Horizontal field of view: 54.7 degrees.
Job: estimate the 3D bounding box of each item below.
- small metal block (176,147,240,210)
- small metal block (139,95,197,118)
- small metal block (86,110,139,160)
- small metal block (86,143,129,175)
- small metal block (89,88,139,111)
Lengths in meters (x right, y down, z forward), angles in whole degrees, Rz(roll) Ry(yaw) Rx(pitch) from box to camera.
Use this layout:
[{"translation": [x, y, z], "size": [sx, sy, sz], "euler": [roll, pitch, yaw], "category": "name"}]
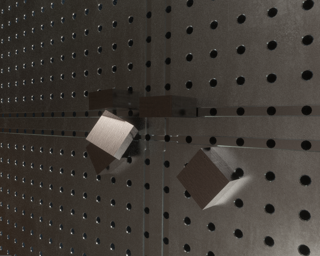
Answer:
[{"translation": [0.055, 0.058, 0.362], "size": [0.050, 0.025, 0.050], "euler": [51, 119, 27], "category": "small metal block"}, {"translation": [0.010, -0.025, 0.383], "size": [0.050, 0.050, 0.025], "euler": [1, 91, 39], "category": "small metal block"}, {"translation": [-0.068, 0.010, 0.441], "size": [0.050, 0.025, 0.050], "euler": [29, 80, 19], "category": "small metal block"}, {"translation": [-0.082, 0.037, 0.474], "size": [0.050, 0.025, 0.050], "euler": [-42, 65, 32], "category": "small metal block"}, {"translation": [-0.066, -0.039, 0.445], "size": [0.050, 0.050, 0.025], "euler": [-3, 88, 39], "category": "small metal block"}]
